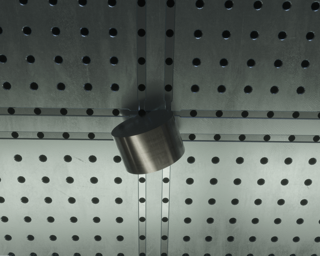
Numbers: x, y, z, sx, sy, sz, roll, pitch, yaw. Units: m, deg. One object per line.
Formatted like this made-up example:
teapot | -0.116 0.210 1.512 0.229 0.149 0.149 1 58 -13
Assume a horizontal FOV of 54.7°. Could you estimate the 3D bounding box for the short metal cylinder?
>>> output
short metal cylinder | -0.014 0.015 0.390 0.080 0.080 0.050 -17 109 6
